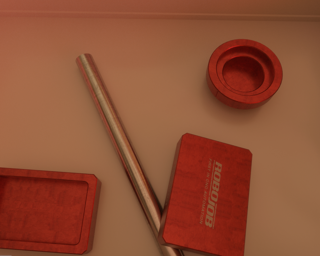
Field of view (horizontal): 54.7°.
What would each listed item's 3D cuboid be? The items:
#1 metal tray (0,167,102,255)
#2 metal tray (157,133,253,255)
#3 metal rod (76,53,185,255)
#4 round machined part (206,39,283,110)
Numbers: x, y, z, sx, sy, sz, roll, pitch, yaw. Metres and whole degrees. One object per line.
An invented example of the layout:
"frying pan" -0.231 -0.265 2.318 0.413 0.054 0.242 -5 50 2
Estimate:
"metal tray" -0.143 0.098 0.369 0.131 0.030 0.090 4 70 1
"metal tray" 0.056 0.078 0.364 0.091 0.030 0.130 15 64 -4
"metal rod" -0.045 0.029 0.398 0.025 0.025 0.299 -24 72 -9
"round machined part" 0.112 -0.070 0.428 0.099 0.042 0.098 0 70 -1
